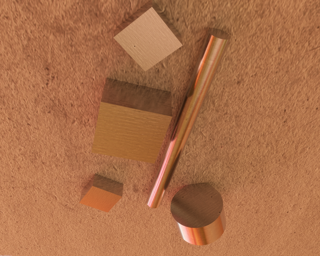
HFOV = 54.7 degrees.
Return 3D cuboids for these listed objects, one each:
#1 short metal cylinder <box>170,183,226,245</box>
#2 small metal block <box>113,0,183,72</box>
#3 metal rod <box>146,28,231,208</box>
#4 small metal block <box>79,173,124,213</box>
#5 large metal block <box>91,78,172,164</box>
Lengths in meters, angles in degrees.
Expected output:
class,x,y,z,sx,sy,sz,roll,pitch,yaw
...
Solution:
class,x,y,z,sx,sy,sz,roll,pitch,yaw
short metal cylinder,0.061,0.135,0.487,0.080,0.080,0.050,-10,130,8
small metal block,-0.012,-0.096,0.325,0.050,0.025,0.050,-31,124,23
metal rod,0.026,0.012,0.417,0.025,0.025,0.298,11,129,-9
small metal block,-0.093,0.105,0.495,0.050,0.025,0.050,26,125,-21
large metal block,-0.036,-0.007,0.384,0.081,0.050,0.079,11,129,-10
